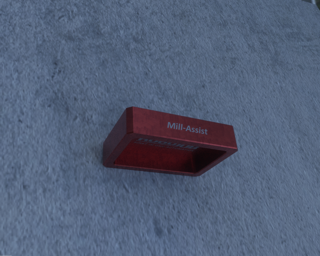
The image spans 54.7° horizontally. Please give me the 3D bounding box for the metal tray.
[{"bbox_3d":[0.010,0.021,0.355,0.131,0.090,0.030,10,58,-24],"label":"metal tray"}]
